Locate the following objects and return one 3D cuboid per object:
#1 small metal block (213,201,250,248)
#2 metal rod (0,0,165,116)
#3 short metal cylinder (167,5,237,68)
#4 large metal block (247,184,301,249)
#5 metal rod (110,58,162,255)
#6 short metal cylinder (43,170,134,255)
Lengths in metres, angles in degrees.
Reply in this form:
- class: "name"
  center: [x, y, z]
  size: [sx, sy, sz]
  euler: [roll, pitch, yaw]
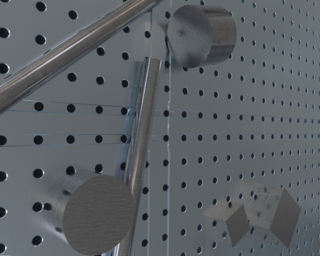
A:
- class: "small metal block"
  center: [0.119, 0.157, 0.510]
  size: [0.050, 0.025, 0.050]
  euler: [-29, 109, -36]
- class: "metal rod"
  center: [-0.082, -0.095, 0.340]
  size: [0.301, 0.025, 0.025]
  euler: [-46, 118, -30]
- class: "short metal cylinder"
  center: [0.056, -0.124, 0.420]
  size: [0.050, 0.080, 0.079]
  euler: [-18, 101, -39]
- class: "large metal block"
  center: [0.209, 0.161, 0.569]
  size: [0.080, 0.050, 0.080]
  euler: [45, 63, -31]
- class: "metal rod"
  center: [-0.032, 0.060, 0.382]
  size: [0.025, 0.025, 0.298]
  euler: [15, 80, -39]
- class: "short metal cylinder"
  center: [-0.075, 0.087, 0.331]
  size: [0.081, 0.050, 0.079]
  euler: [0, 91, -40]
